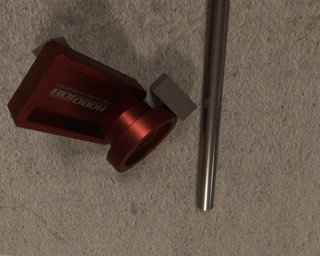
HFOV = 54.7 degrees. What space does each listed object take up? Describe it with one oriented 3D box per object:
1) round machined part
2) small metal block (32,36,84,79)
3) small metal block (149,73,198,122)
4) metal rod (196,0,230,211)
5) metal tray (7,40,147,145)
[{"bbox_3d":[-0.028,0.006,0.379,0.042,0.098,0.098,46,105,12],"label":"round machined part"},{"bbox_3d":[-0.116,-0.078,0.366,0.025,0.050,0.050,-30,108,10],"label":"small metal block"},{"bbox_3d":[0.015,-0.039,0.381,0.025,0.050,0.050,-44,105,5],"label":"small metal block"},{"bbox_3d":[0.067,-0.027,0.400,0.025,0.025,0.298,0,110,-1],"label":"metal rod"},{"bbox_3d":[-0.087,-0.032,0.352,0.090,0.030,0.131,-51,144,16],"label":"metal tray"}]
